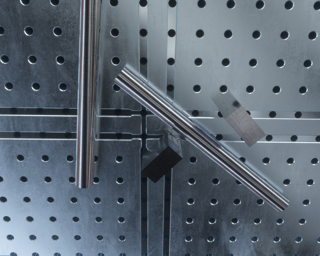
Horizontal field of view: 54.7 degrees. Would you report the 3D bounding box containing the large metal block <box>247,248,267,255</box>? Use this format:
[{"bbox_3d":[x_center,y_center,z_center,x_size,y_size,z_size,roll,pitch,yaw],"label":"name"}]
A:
[{"bbox_3d":[0.171,0.248,0.477,0.080,0.080,0.050,32,107,-11],"label":"large metal block"}]

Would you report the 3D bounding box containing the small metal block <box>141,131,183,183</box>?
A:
[{"bbox_3d":[0.002,0.038,0.414,0.025,0.050,0.050,43,105,-14],"label":"small metal block"}]

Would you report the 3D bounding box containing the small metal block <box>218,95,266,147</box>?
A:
[{"bbox_3d":[0.104,-0.010,0.397,0.025,0.050,0.050,-40,106,13],"label":"small metal block"}]

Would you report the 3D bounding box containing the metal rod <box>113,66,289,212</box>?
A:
[{"bbox_3d":[0.064,0.022,0.421,0.301,0.025,0.025,38,106,-13],"label":"metal rod"}]

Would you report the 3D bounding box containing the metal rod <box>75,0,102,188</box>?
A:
[{"bbox_3d":[-0.090,-0.060,0.390,0.025,0.025,0.298,6,110,-3],"label":"metal rod"}]
